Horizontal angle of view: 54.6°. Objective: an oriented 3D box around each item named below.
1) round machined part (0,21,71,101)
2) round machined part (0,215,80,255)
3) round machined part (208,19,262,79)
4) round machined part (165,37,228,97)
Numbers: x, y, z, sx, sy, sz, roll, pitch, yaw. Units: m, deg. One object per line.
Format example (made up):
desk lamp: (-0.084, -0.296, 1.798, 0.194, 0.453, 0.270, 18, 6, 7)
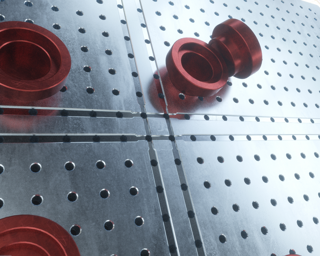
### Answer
round machined part: (-0.156, -0.072, 0.357, 0.099, 0.042, 0.098, 13, 56, -21)
round machined part: (-0.118, 0.126, 0.256, 0.099, 0.042, 0.098, 13, 56, -20)
round machined part: (0.114, -0.122, 0.503, 0.042, 0.098, 0.098, -32, 79, -13)
round machined part: (0.053, -0.088, 0.478, 0.099, 0.042, 0.098, 13, 57, -21)
